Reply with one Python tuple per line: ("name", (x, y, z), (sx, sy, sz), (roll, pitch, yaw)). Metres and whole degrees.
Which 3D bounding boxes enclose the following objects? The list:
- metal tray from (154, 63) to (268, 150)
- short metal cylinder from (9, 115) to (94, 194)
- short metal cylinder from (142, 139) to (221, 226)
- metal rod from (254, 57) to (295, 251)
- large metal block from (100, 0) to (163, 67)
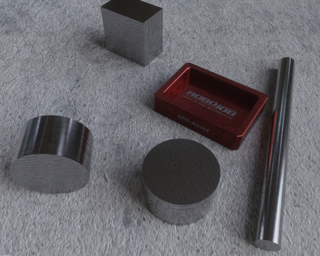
("metal tray", (0.069, -0.035, 0.429), (0.130, 0.030, 0.090), (28, 55, 21))
("short metal cylinder", (-0.116, 0.031, 0.341), (0.081, 0.080, 0.050), (-2, 50, -2))
("short metal cylinder", (0.022, 0.058, 0.338), (0.081, 0.050, 0.080), (0, 50, 0))
("metal rod", (0.153, 0.007, 0.398), (0.025, 0.025, 0.301), (14, 51, 12))
("large metal block", (-0.043, -0.157, 0.499), (0.080, 0.080, 0.050), (28, 55, 21))
